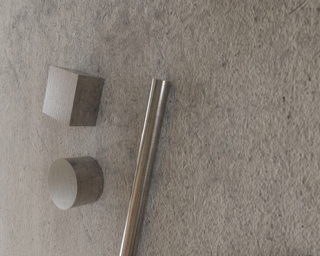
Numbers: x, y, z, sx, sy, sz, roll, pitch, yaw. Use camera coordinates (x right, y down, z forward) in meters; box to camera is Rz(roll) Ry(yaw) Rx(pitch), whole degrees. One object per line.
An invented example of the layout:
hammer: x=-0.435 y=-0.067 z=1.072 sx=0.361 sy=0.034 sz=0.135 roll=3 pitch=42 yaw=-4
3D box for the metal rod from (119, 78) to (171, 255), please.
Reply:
metal rod: x=-0.027 y=0.082 z=0.426 sx=0.025 sy=0.025 sz=0.298 roll=18 pitch=102 yaw=38

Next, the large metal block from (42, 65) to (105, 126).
large metal block: x=-0.142 y=-0.053 z=0.506 sx=0.080 sy=0.050 sz=0.079 roll=22 pitch=104 yaw=37

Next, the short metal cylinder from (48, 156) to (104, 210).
short metal cylinder: x=-0.137 y=0.087 z=0.502 sx=0.080 sy=0.050 sz=0.080 roll=0 pitch=90 yaw=40
